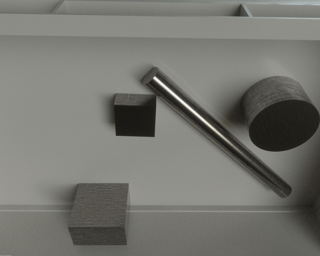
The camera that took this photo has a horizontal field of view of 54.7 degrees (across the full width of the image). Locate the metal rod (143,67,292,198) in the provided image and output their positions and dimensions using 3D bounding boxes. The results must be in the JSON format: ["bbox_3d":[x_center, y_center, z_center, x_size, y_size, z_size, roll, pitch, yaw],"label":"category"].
[{"bbox_3d":[0.094,0.020,0.427,0.025,0.025,0.301,-37,122,27],"label":"metal rod"}]

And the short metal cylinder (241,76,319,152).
[{"bbox_3d":[0.145,-0.017,0.381,0.081,0.050,0.079,0,130,0],"label":"short metal cylinder"}]

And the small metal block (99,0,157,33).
[{"bbox_3d":[-0.028,-0.113,0.296,0.050,0.050,0.025,1,130,-1],"label":"small metal block"}]

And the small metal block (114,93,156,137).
[{"bbox_3d":[-0.031,-0.016,0.395,0.050,0.025,0.050,2,130,-2],"label":"small metal block"}]

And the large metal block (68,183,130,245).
[{"bbox_3d":[-0.091,0.134,0.486,0.081,0.080,0.050,0,130,-1],"label":"large metal block"}]
